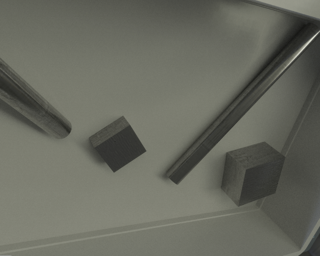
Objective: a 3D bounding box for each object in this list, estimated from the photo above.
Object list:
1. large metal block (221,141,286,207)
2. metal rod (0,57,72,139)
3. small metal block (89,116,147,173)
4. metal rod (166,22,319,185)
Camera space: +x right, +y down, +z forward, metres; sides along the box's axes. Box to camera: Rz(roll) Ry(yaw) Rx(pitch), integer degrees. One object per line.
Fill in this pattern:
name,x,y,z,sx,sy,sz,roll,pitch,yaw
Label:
large metal block,0.157,0.077,0.529,0.081,0.050,0.079,-13,124,-22
metal rod,-0.136,-0.055,0.215,0.025,0.025,0.299,-35,157,-5
small metal block,-0.053,0.021,0.394,0.050,0.025,0.050,-34,129,-7
metal rod,0.120,-0.033,0.456,0.300,0.025,0.025,-47,130,5
